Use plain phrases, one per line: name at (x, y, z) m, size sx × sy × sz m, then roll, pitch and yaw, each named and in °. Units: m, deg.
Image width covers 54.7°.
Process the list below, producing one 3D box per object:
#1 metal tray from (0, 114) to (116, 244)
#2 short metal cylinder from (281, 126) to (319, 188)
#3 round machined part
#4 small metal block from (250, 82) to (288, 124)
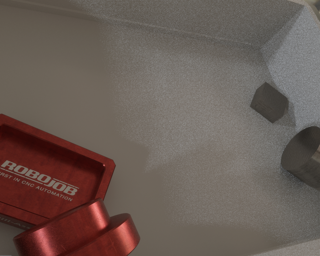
metal tray at (-0.120, 0.052, 0.306) m, size 0.131 × 0.030 × 0.090 m, roll 25°, pitch 53°, yaw -13°
short metal cylinder at (0.234, 0.044, 0.472) m, size 0.050 × 0.080 × 0.080 m, roll 34°, pitch 51°, yaw -6°
round machined part at (-0.068, 0.086, 0.234) m, size 0.099 × 0.098 × 0.042 m, roll -21°, pitch 84°, yaw -36°
small metal block at (0.190, -0.044, 0.538) m, size 0.050 × 0.025 × 0.050 m, roll 36°, pitch 51°, yaw -5°
